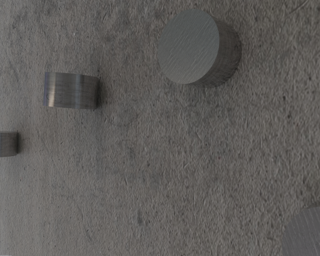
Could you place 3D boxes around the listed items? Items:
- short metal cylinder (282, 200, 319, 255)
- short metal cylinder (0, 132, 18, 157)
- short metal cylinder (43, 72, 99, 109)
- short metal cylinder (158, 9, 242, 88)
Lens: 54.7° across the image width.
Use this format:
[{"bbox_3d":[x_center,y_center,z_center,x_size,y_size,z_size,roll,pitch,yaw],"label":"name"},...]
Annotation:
[{"bbox_3d":[0.153,0.102,0.262,0.080,0.050,0.080,0,90,40],"label":"short metal cylinder"},{"bbox_3d":[-0.346,0.033,0.656,0.080,0.081,0.050,3,92,40],"label":"short metal cylinder"},{"bbox_3d":[-0.139,-0.057,0.484,0.080,0.081,0.050,8,95,40],"label":"short metal cylinder"},{"bbox_3d":[0.044,-0.087,0.352,0.080,0.050,0.080,0,90,40],"label":"short metal cylinder"}]
